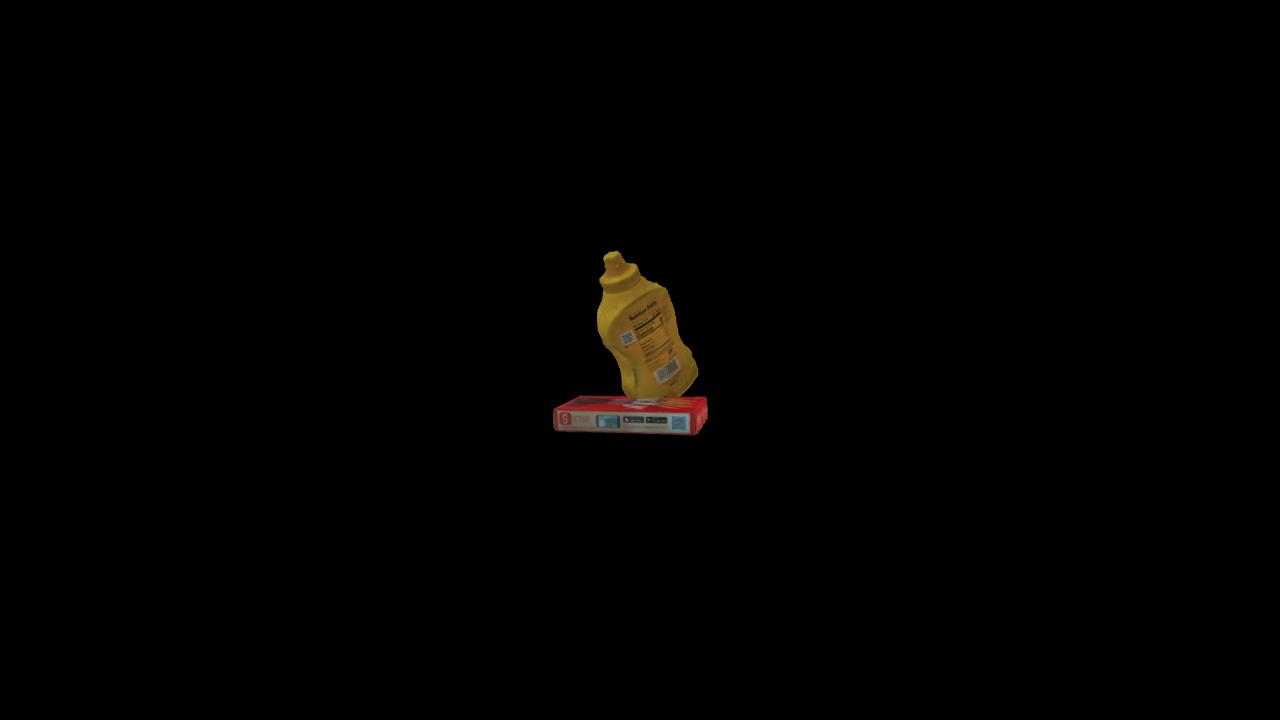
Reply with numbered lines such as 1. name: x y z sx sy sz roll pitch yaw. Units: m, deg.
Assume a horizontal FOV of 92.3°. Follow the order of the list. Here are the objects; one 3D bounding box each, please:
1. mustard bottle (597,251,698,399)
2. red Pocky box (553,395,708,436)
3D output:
1. mustard bottle: 0.001 -0.036 0.669 0.092 0.184 0.054 -33 33 -15
2. red Pocky box: -0.008 0.058 0.669 0.155 0.028 0.083 0 6 14
